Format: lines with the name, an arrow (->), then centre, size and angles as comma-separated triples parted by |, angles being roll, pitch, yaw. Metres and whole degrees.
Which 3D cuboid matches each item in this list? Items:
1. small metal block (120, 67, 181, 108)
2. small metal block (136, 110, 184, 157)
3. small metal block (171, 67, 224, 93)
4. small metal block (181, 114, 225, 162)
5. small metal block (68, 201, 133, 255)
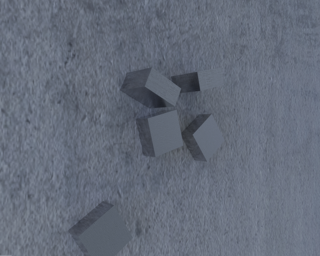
small metal block -> -0.012, -0.047, 0.380 | 0.050, 0.050, 0.025 | 30, 71, -36
small metal block -> 0.000, 0.006, 0.407 | 0.050, 0.025, 0.050 | -19, 102, -39
small metal block -> 0.053, -0.066, 0.435 | 0.050, 0.050, 0.025 | -18, 102, -39
small metal block -> 0.064, 0.014, 0.461 | 0.050, 0.025, 0.050 | -45, 117, -31
small metal block -> -0.066, 0.121, 0.351 | 0.050, 0.025, 0.050 | -38, 114, -34
